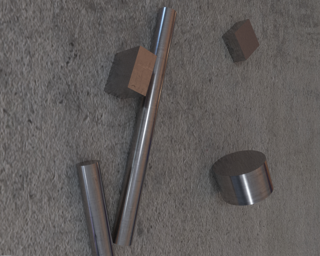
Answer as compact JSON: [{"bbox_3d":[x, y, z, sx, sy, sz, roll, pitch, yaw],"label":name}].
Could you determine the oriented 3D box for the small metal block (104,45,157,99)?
[{"bbox_3d":[-0.035,-0.063,0.359,0.025,0.050,0.050,24,75,-38],"label":"small metal block"}]

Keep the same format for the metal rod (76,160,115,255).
[{"bbox_3d":[-0.058,0.184,0.356,0.025,0.025,0.298,-14,99,-39],"label":"metal rod"}]

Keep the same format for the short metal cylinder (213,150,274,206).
[{"bbox_3d":[0.127,0.075,0.476,0.081,0.080,0.050,-31,110,-36],"label":"short metal cylinder"}]

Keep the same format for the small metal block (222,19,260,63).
[{"bbox_3d":[0.136,-0.146,0.518,0.050,0.025,0.050,-47,118,-30],"label":"small metal block"}]

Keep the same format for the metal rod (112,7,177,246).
[{"bbox_3d":[-0.018,-0.009,0.389,0.025,0.025,0.299,18,79,-39],"label":"metal rod"}]
